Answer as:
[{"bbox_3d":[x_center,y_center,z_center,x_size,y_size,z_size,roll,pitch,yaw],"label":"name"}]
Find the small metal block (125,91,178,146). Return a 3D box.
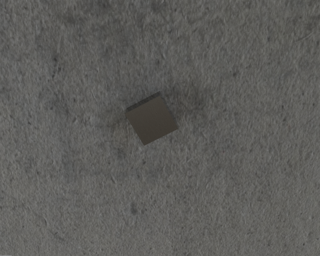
[{"bbox_3d":[-0.011,-0.013,0.405,0.050,0.025,0.050,-27,108,9],"label":"small metal block"}]
